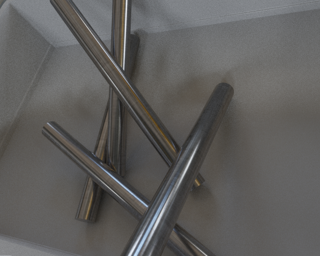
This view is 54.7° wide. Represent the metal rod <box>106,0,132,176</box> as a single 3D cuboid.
[{"bbox_3d":[-0.053,-0.088,0.407,0.025,0.025,0.298,0,87,28],"label":"metal rod"}]

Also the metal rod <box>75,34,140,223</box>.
[{"bbox_3d":[-0.069,-0.017,0.450,0.025,0.025,0.299,-4,60,26],"label":"metal rod"}]

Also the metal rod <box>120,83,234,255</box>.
[{"bbox_3d":[0.023,0.036,0.282,0.025,0.025,0.301,0,33,28],"label":"metal rod"}]

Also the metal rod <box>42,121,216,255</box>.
[{"bbox_3d":[-0.046,0.072,0.360,0.300,0.025,0.025,33,80,30],"label":"metal rod"}]

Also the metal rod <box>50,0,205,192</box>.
[{"bbox_3d":[-0.046,-0.052,0.376,0.025,0.025,0.299,-37,78,3],"label":"metal rod"}]
